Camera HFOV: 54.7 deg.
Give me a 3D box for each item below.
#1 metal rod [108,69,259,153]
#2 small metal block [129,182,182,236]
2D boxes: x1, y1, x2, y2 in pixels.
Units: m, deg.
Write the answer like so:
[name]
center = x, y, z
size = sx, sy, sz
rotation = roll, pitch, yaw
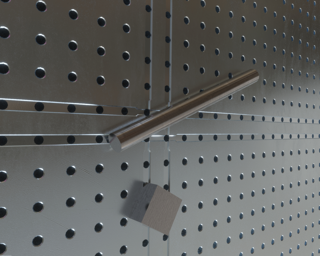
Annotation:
[metal rod]
center = 0.055, -0.037, 0.454
size = 0.302, 0.025, 0.025
rotation = -27, 107, -37
[small metal block]
center = -0.004, 0.106, 0.406
size = 0.050, 0.025, 0.050
rotation = 38, 67, -34
